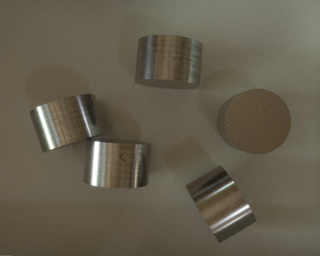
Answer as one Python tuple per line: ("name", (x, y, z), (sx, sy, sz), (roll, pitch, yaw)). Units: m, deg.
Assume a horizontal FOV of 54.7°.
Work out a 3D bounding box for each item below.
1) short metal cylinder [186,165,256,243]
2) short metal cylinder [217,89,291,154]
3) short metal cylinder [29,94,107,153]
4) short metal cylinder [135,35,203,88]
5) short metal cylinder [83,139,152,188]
("short metal cylinder", (0.074, 0.093, 0.384), (0.050, 0.080, 0.080), (-31, 90, 0))
("short metal cylinder", (0.118, -0.008, 0.400), (0.081, 0.050, 0.080), (0, 90, 0))
("short metal cylinder", (-0.112, -0.006, 0.383), (0.080, 0.080, 0.050), (-18, 90, 0))
("short metal cylinder", (0.011, -0.079, 0.384), (0.080, 0.080, 0.050), (5, 90, 0))
("short metal cylinder", (-0.052, 0.041, 0.383), (0.080, 0.080, 0.050), (4, 90, 0))
